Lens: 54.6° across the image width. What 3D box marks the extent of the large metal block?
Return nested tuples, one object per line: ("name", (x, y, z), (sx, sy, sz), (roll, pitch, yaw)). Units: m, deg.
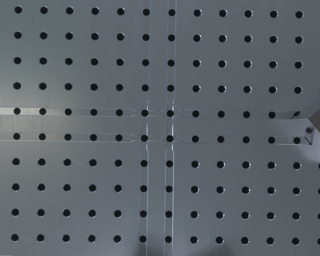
("large metal block", (0.237, -0.007, 0.402), (0.080, 0.050, 0.080), (-40, 90, 0))
